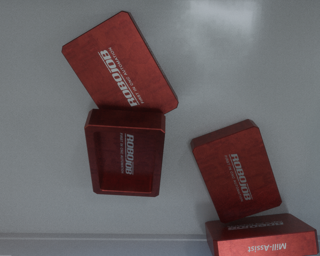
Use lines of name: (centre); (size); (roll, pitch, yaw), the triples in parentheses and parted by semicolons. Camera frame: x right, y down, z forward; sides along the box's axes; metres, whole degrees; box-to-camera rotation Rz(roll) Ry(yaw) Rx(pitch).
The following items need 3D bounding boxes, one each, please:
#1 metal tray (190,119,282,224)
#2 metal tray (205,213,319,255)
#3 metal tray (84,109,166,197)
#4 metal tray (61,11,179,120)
metal tray: (0.107, 0.063, 0.432); (0.090, 0.030, 0.129); (-21, 109, 7)
metal tray: (0.134, 0.150, 0.428); (0.131, 0.090, 0.030); (-6, 88, 1)
metal tray: (-0.043, 0.037, 0.396); (0.091, 0.030, 0.129); (3, 132, -2)
metal tray: (-0.046, -0.065, 0.384); (0.090, 0.030, 0.130); (-28, 108, 9)
